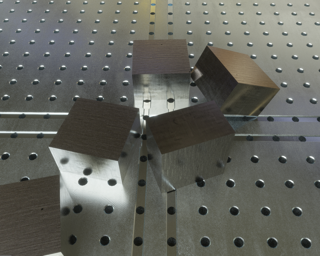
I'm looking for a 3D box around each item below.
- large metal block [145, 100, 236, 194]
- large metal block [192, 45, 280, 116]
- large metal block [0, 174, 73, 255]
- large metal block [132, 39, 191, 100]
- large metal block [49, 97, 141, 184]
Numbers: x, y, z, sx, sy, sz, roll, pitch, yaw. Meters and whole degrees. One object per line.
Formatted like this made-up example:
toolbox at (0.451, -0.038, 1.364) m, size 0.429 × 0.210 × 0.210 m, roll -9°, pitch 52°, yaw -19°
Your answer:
large metal block at (0.031, 0.023, 0.353) m, size 0.081 × 0.080 × 0.050 m, roll -16°, pitch 52°, yaw -13°
large metal block at (0.101, -0.064, 0.426) m, size 0.081 × 0.050 × 0.080 m, roll 2°, pitch 45°, yaw -34°
large metal block at (-0.134, 0.100, 0.307) m, size 0.081 × 0.050 × 0.080 m, roll -10°, pitch 51°, yaw -8°
large metal block at (0.001, -0.088, 0.466) m, size 0.080 × 0.050 × 0.080 m, roll -2°, pitch 50°, yaw -1°
large metal block at (-0.074, 0.014, 0.379) m, size 0.080 × 0.050 × 0.080 m, roll 11°, pitch 51°, yaw 9°
